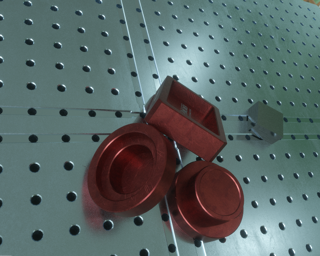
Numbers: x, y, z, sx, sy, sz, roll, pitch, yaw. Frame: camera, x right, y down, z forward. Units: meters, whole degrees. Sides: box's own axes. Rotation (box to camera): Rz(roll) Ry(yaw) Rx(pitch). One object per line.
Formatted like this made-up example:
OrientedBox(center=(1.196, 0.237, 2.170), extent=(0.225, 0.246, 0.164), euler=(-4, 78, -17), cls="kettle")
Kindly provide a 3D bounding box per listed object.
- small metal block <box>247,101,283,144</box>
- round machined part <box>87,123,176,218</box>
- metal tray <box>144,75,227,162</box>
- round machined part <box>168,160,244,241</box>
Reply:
OrientedBox(center=(0.173, -0.009, 0.506), extent=(0.050, 0.025, 0.050), euler=(26, 53, -12), cls="small metal block")
OrientedBox(center=(-0.026, 0.047, 0.331), extent=(0.042, 0.098, 0.098), euler=(43, 39, -47), cls="round machined part")
OrientedBox(center=(0.034, -0.018, 0.394), extent=(0.090, 0.030, 0.130), euler=(33, 21, -7), cls="metal tray")
OrientedBox(center=(0.063, 0.084, 0.379), extent=(0.099, 0.042, 0.098), euler=(14, 56, -21), cls="round machined part")
